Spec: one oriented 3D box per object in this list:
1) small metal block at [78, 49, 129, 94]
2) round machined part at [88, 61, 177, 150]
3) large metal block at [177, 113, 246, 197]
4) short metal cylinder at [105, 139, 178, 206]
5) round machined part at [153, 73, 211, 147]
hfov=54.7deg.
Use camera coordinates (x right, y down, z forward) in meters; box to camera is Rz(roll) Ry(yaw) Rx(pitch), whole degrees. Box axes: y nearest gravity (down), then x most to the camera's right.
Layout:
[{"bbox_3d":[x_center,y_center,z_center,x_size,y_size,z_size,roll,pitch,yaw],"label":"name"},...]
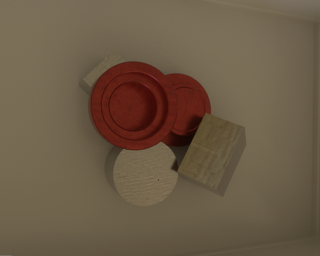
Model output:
[{"bbox_3d":[-0.068,-0.063,0.370,0.025,0.050,0.050,46,76,-15],"label":"small metal block"},{"bbox_3d":[-0.033,-0.024,0.357,0.099,0.042,0.097,0,90,-21],"label":"round machined part"},{"bbox_3d":[0.071,0.038,0.400,0.050,0.080,0.080,23,79,22],"label":"large metal block"},{"bbox_3d":[-0.024,0.052,0.388,0.081,0.050,0.079,0,90,-21],"label":"short metal cylinder"},{"bbox_3d":[0.025,-0.024,0.408,0.099,0.042,0.097,0,90,-21],"label":"round machined part"}]
